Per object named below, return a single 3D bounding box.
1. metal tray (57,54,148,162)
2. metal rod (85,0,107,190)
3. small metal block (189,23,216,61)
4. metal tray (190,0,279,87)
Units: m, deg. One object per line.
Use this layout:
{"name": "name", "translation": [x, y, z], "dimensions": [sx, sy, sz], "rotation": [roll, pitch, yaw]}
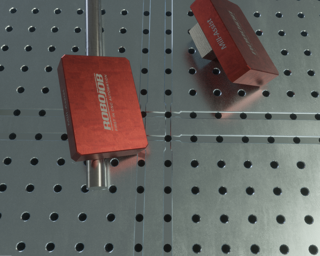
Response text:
{"name": "metal tray", "translation": [-0.074, -0.028, 0.394], "dimensions": [0.091, 0.030, 0.129], "rotation": [-4, 72, -30]}
{"name": "metal rod", "translation": [-0.092, -0.065, 0.434], "dimensions": [0.025, 0.025, 0.299], "rotation": [-5, 70, -2]}
{"name": "small metal block", "translation": [0.076, -0.134, 0.446], "dimensions": [0.025, 0.050, 0.050], "rotation": [-1, 63, -46]}
{"name": "metal tray", "translation": [0.103, -0.121, 0.427], "dimensions": [0.091, 0.030, 0.130], "rotation": [-3, 63, -46]}
